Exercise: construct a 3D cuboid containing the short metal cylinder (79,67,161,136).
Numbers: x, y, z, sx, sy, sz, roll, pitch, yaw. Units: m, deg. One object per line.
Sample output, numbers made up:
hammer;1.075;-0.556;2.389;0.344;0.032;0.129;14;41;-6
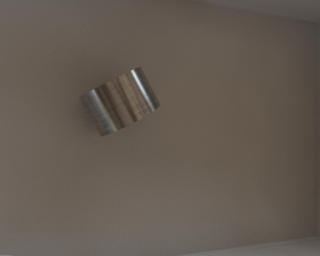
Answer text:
short metal cylinder;-0.047;-0.031;0.364;0.080;0.080;0.050;-30;100;-17
